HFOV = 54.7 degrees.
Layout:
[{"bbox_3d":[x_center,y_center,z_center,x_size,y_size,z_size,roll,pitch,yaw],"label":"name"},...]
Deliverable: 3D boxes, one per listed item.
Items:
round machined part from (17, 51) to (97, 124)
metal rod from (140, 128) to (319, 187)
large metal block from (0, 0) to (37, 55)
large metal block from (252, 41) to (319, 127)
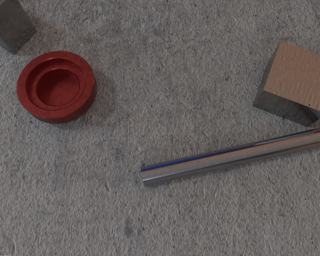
[{"bbox_3d":[-0.134,-0.051,0.416,0.099,0.042,0.098,0,70,-1],"label":"round machined part"},{"bbox_3d":[0.125,0.030,0.398,0.302,0.025,0.025,-12,71,-5],"label":"metal rod"},{"bbox_3d":[-0.236,-0.161,0.435,0.080,0.080,0.050,31,73,10],"label":"large metal block"},{"bbox_3d":[0.182,-0.058,0.419,0.080,0.050,0.080,22,71,7],"label":"large metal block"}]
